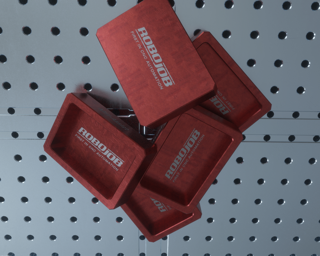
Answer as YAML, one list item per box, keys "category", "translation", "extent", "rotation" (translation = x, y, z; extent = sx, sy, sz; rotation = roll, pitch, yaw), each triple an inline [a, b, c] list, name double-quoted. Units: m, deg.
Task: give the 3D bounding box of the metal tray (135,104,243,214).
- category: "metal tray"
  translation: [0.031, 0.037, 0.393]
  extent: [0.090, 0.030, 0.129]
  rotation: [27, 108, -10]

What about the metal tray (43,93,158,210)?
- category: "metal tray"
  translation: [-0.078, 0.026, 0.386]
  extent: [0.130, 0.030, 0.089]
  rotation: [36, 108, 19]

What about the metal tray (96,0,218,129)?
- category: "metal tray"
  translation: [-0.005, -0.075, 0.351]
  extent: [0.090, 0.030, 0.130]
  rotation: [-29, 78, 9]

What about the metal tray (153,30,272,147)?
- category: "metal tray"
  translation: [0.065, -0.046, 0.394]
  extent: [0.090, 0.030, 0.130]
  rotation: [-42, 106, 13]

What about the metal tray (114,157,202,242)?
- category: "metal tray"
  translation: [-0.011, 0.093, 0.445]
  extent: [0.090, 0.030, 0.130]
  rotation: [-31, 108, 10]
